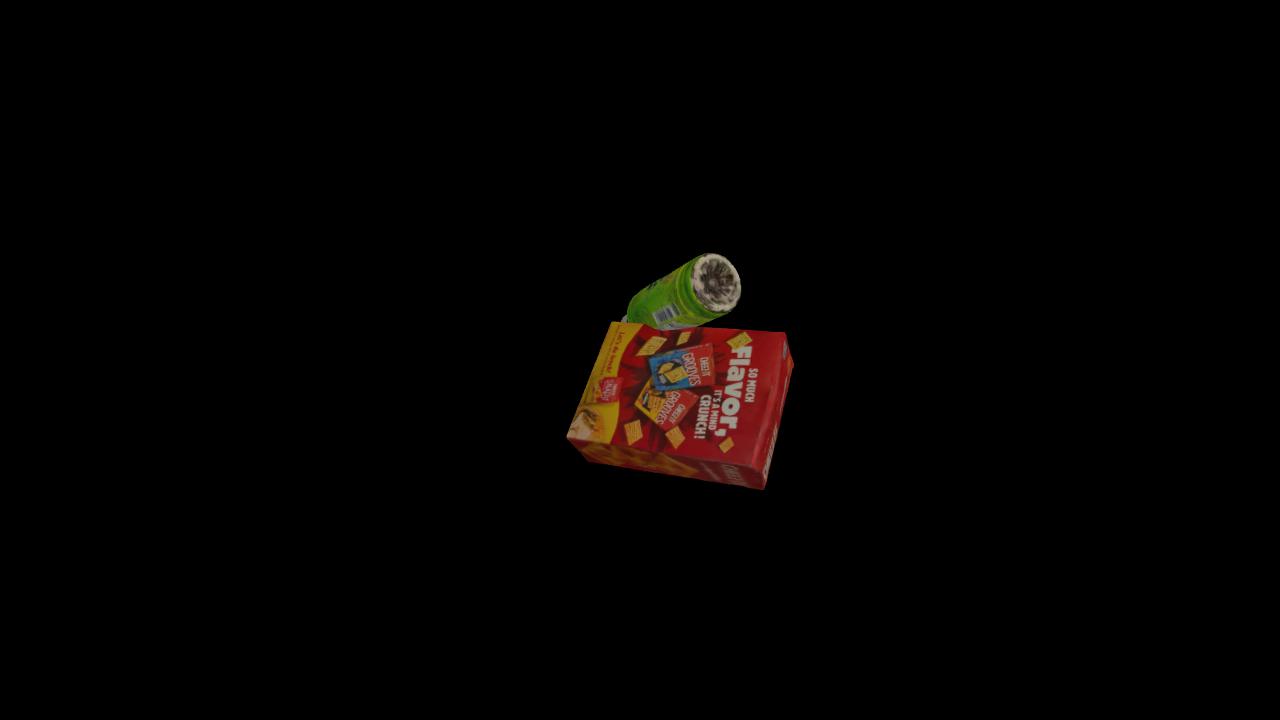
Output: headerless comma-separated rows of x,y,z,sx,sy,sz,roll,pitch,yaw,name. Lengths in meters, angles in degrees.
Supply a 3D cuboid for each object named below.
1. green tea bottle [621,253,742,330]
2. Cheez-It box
0.034,-0.064,0.741,0.073,0.073,0.212,0,-10,-29,green tea bottle
0.047,0.044,0.699,0.223,0.166,0.071,4,-31,27,Cheez-It box
